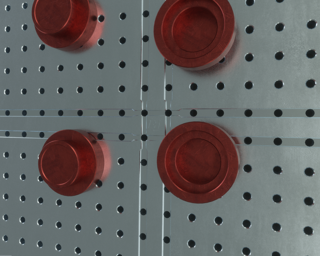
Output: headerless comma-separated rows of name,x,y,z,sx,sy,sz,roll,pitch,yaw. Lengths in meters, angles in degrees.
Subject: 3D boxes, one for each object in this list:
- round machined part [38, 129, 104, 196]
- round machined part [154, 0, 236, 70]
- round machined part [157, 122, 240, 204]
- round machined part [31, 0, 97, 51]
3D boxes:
round machined part,-0.135,0.051,0.450,0.098,0.042,0.097,0,90,19
round machined part,0.045,-0.120,0.387,0.098,0.042,0.097,0,90,19
round machined part,0.049,0.041,0.386,0.098,0.042,0.097,0,90,19
round machined part,-0.146,-0.166,0.454,0.098,0.042,0.097,0,90,19
